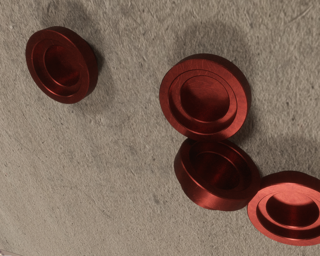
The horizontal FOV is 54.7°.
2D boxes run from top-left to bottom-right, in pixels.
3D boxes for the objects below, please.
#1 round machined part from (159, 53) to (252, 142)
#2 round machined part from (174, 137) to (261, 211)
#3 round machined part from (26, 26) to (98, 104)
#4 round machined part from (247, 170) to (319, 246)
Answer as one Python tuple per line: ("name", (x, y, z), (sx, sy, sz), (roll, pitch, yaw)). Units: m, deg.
("round machined part", (0.052, -0.036, 0.345), (0.098, 0.042, 0.097), (13, 124, 20))
("round machined part", (0.062, 0.055, 0.361), (0.098, 0.098, 0.042), (30, 128, 9))
("round machined part", (-0.122, -0.084, 0.406), (0.098, 0.042, 0.097), (13, 124, 20))
("round machined part", (0.156, 0.089, 0.366), (0.098, 0.042, 0.097), (12, 125, 17))
